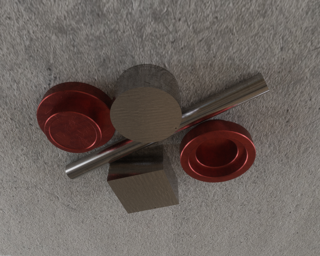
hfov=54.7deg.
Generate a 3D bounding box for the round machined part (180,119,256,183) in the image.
[{"bbox_3d":[0.076,0.027,0.421,0.099,0.042,0.097,0,130,0],"label":"round machined part"}]

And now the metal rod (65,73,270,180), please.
[{"bbox_3d":[-0.004,0.006,0.414,0.300,0.025,0.025,-25,126,19],"label":"metal rod"}]

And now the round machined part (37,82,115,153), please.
[{"bbox_3d":[-0.105,-0.006,0.391,0.099,0.042,0.097,0,130,0],"label":"round machined part"}]

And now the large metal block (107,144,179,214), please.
[{"bbox_3d":[-0.022,0.076,0.458,0.080,0.050,0.080,-13,129,11],"label":"large metal block"}]

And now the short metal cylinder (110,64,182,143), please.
[{"bbox_3d":[-0.016,-0.029,0.367,0.081,0.050,0.079,0,130,0],"label":"short metal cylinder"}]
